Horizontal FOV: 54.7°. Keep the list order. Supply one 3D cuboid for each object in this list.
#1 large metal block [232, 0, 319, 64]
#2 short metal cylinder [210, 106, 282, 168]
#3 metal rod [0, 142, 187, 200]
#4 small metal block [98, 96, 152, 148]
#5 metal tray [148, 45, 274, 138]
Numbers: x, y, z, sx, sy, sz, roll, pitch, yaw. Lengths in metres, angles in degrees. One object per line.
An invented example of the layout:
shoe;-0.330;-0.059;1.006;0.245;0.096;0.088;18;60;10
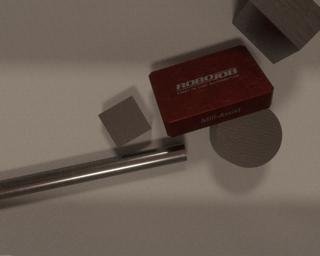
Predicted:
large metal block;0.146;-0.133;0.386;0.080;0.080;0.050;45;90;-1
short metal cylinder;0.108;0.008;0.400;0.081;0.050;0.079;0;90;-1
metal rod;-0.114;0.062;0.409;0.302;0.025;0.025;-12;90;-1
small metal block;-0.045;-0.008;0.411;0.050;0.025;0.050;-30;90;-1
metal tray;0.060;-0.048;0.385;0.131;0.030;0.090;-17;52;-1
